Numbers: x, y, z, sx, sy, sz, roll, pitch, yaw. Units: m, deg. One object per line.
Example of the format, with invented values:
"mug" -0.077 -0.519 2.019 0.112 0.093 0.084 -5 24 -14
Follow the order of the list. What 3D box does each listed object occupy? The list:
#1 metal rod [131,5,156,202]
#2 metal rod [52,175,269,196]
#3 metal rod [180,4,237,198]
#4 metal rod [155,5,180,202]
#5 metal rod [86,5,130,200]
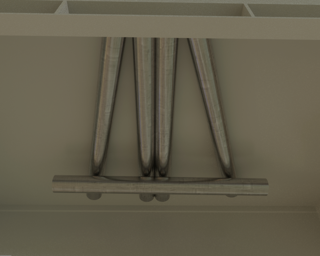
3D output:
"metal rod" -0.019 -0.004 0.404 0.025 0.025 0.298 1 130 -1
"metal rod" 0.001 0.082 0.443 0.302 0.025 0.025 1 130 -1
"metal rod" 0.074 -0.009 0.401 0.025 0.025 0.299 -12 129 10
"metal rod" 0.006 -0.004 0.404 0.025 0.025 0.298 0 130 -1
"metal rod" -0.074 -0.006 0.402 0.025 0.025 0.298 9 130 -8
